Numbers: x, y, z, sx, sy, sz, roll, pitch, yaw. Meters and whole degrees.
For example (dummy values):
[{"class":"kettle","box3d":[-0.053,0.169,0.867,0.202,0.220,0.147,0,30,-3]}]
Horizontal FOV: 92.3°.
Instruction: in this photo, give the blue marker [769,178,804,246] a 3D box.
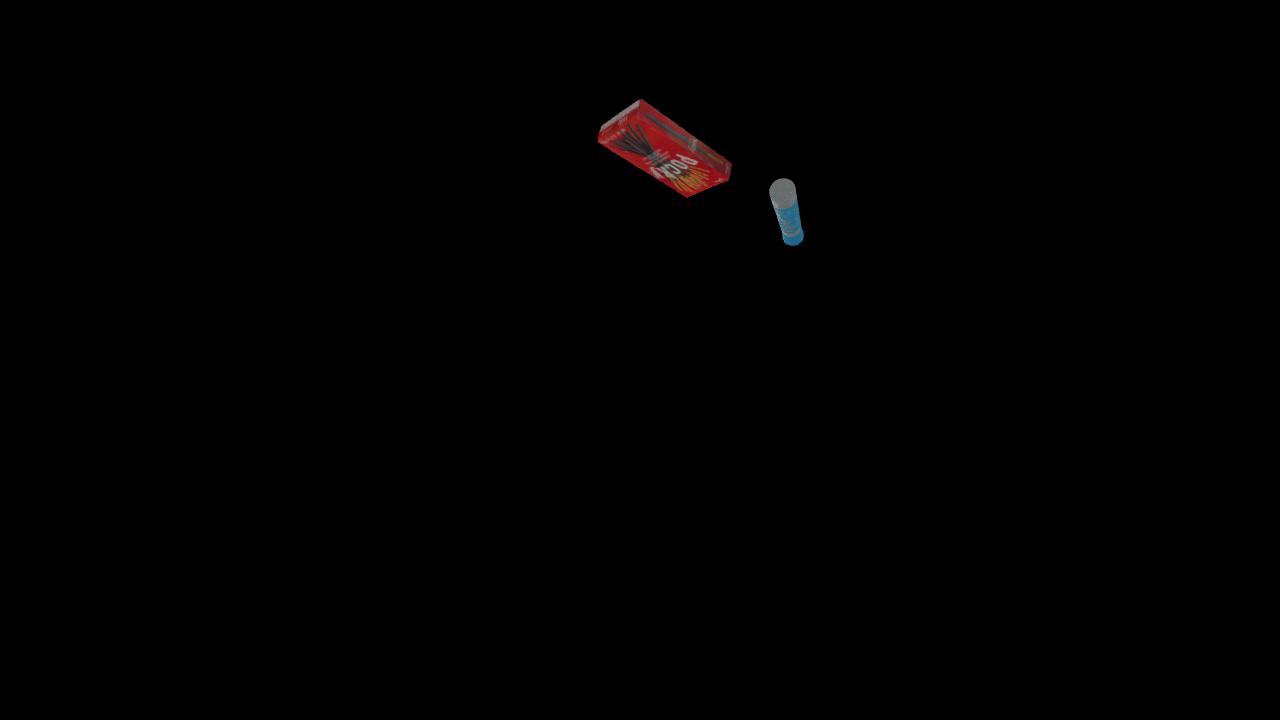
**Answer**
[{"class":"blue marker","box3d":[0.120,-0.116,0.496,0.020,0.020,0.121,0,-5,18]}]

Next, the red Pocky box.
[{"class":"red Pocky box","box3d":[0.033,-0.257,0.765,0.155,0.028,0.083,22,-19,-34]}]
